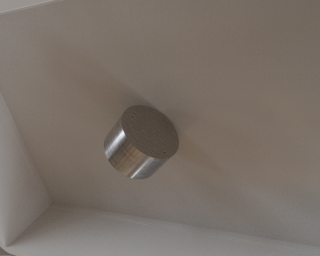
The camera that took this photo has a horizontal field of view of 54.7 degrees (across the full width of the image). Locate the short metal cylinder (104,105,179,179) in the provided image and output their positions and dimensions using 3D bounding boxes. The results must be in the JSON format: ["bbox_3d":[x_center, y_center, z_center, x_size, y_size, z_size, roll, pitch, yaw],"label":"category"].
[{"bbox_3d":[-0.023,0.018,0.392,0.080,0.080,0.050,41,129,-1],"label":"short metal cylinder"}]
